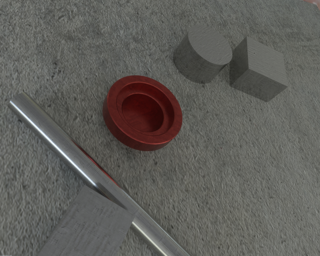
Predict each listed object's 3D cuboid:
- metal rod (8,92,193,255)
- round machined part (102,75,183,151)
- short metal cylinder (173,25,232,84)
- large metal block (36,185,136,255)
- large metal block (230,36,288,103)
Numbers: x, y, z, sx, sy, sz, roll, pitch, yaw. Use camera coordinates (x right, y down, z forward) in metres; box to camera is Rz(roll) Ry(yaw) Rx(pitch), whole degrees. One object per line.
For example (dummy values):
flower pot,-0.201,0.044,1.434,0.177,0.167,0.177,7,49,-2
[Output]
metal rod,-0.048,0.074,0.333,0.300,0.025,0.025,44,51,2
round machined part,-0.025,-0.015,0.390,0.099,0.042,0.098,14,56,-21
short metal cylinder,0.068,-0.118,0.499,0.081,0.050,0.080,14,56,-21
large metal block,-0.073,0.107,0.265,0.050,0.080,0.080,34,51,-7
large metal block,0.171,-0.103,0.546,0.080,0.050,0.080,20,54,-17
